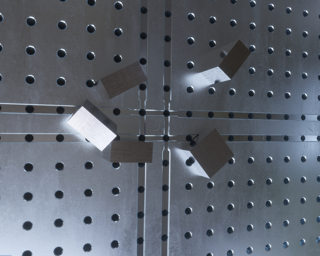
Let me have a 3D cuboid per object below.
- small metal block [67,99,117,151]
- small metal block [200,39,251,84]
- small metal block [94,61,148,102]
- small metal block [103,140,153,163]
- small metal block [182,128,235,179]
[{"bbox_3d":[-0.079,-0.005,0.368,0.050,0.050,0.025,43,95,-15],"label":"small metal block"},{"bbox_3d":[0.091,-0.091,0.434,0.025,0.050,0.050,41,77,-16],"label":"small metal block"},{"bbox_3d":[-0.050,-0.056,0.382,0.050,0.050,0.025,-30,100,-18],"label":"small metal block"},{"bbox_3d":[-0.041,0.028,0.385,0.050,0.050,0.025,3,89,-21],"label":"small metal block"},{"bbox_3d":[0.069,0.035,0.439,0.050,0.025,0.050,-40,103,-16],"label":"small metal block"}]
